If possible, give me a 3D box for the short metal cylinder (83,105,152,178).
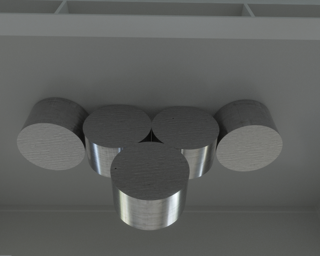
[{"bbox_3d":[-0.051,0.015,0.383,0.081,0.080,0.050,1,130,-1],"label":"short metal cylinder"}]

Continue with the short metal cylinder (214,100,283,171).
[{"bbox_3d":[0.110,0.011,0.401,0.081,0.050,0.079,0,130,0],"label":"short metal cylinder"}]

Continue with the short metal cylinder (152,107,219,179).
[{"bbox_3d":[0.030,0.017,0.385,0.081,0.080,0.050,1,130,-1],"label":"short metal cylinder"}]

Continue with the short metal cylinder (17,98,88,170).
[{"bbox_3d":[-0.132,0.009,0.396,0.081,0.050,0.079,0,130,0],"label":"short metal cylinder"}]

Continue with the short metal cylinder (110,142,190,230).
[{"bbox_3d":[-0.011,0.060,0.331,0.081,0.080,0.050,1,130,-1],"label":"short metal cylinder"}]
